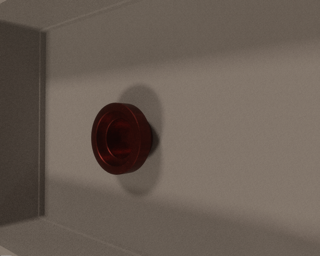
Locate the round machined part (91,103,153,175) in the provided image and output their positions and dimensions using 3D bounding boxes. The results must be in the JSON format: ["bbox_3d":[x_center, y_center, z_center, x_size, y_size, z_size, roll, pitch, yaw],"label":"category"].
[{"bbox_3d":[-0.049,0.014,0.434,0.098,0.042,0.097,0,90,39],"label":"round machined part"}]
